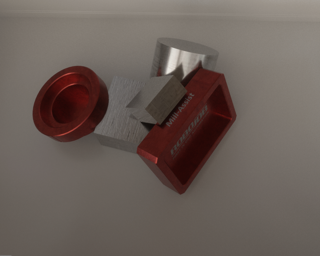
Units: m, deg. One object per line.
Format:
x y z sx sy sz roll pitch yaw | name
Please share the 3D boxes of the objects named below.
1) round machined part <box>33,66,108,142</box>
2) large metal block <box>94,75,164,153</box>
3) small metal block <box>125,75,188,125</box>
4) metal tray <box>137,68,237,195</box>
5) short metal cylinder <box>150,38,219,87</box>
-0.108 -0.027 0.395 0.098 0.042 0.098 -10 63 20 | round machined part
-0.029 -0.013 0.399 0.080 0.050 0.080 14 71 4 | large metal block
-0.005 -0.032 0.352 0.025 0.050 0.050 47 73 -25 | small metal block
0.038 0.005 0.371 0.030 0.090 0.130 25 69 37 | metal tray
0.031 -0.082 0.402 0.080 0.080 0.050 15 115 5 | short metal cylinder
